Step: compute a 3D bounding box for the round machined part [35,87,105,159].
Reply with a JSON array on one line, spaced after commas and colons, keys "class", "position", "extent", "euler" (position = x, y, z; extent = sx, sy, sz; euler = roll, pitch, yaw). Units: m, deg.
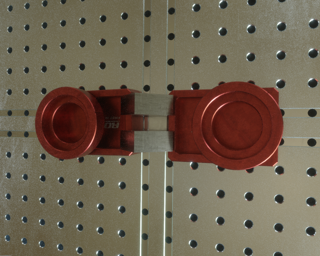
[{"class": "round machined part", "position": [-0.120, -0.007, 0.433], "extent": [0.098, 0.042, 0.097], "euler": [0, 90, 20]}]

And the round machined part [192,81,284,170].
[{"class": "round machined part", "position": [0.090, -0.003, 0.358], "extent": [0.098, 0.042, 0.097], "euler": [0, 90, 20]}]

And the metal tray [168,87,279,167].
[{"class": "metal tray", "position": [0.077, -0.002, 0.383], "extent": [0.130, 0.030, 0.089], "euler": [1, 90, 19]}]

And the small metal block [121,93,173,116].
[{"class": "small metal block", "position": [-0.017, -0.029, 0.390], "extent": [0.050, 0.050, 0.025], "euler": [-178, 89, -64]}]

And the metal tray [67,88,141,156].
[{"class": "metal tray", "position": [-0.094, -0.008, 0.444], "extent": [0.130, 0.030, 0.089], "euler": [-1, 92, 20]}]

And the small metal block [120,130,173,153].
[{"class": "small metal block", "position": [-0.018, 0.016, 0.390], "extent": [0.050, 0.050, 0.025], "euler": [-178, 89, -64]}]
